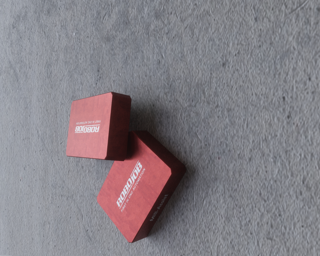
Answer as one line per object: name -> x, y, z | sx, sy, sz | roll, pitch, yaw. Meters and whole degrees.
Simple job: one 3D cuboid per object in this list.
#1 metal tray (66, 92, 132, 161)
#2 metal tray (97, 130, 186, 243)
metal tray -> -0.094, 0.000, 0.456 | 0.130, 0.030, 0.090 | -3, 80, 50
metal tray -> -0.030, 0.079, 0.427 | 0.090, 0.030, 0.129 | 41, 115, 32
